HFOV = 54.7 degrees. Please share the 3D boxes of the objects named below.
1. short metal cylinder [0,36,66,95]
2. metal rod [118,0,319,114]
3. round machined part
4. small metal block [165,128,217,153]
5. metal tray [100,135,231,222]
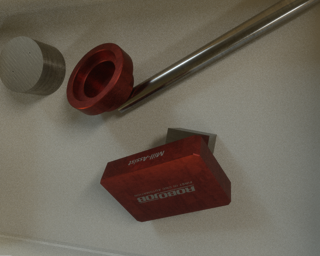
[{"bbox_3d":[-0.190,-0.090,0.462,0.080,0.050,0.079,0,90,19],"label":"short metal cylinder"},{"bbox_3d":[0.071,-0.097,0.385,0.300,0.025,0.025,-28,81,17],"label":"metal rod"},{"bbox_3d":[-0.074,-0.060,0.412,0.098,0.042,0.098,-17,57,29],"label":"round machined part"},{"bbox_3d":[0.039,0.016,0.383,0.050,0.050,0.025,11,94,19],"label":"small metal block"},{"bbox_3d":[0.007,0.065,0.369,0.130,0.030,0.090,-19,124,26],"label":"metal tray"}]
